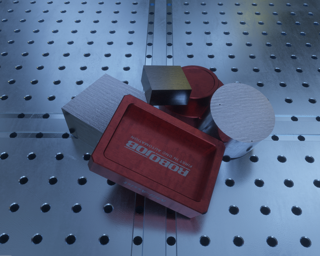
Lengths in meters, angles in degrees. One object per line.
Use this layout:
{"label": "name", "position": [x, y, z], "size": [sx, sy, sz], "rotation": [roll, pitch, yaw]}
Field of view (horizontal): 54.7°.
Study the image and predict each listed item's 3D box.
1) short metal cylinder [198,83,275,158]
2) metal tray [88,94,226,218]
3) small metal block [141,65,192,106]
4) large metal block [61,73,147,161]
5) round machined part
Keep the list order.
{"label": "short metal cylinder", "position": [0.093, -0.009, 0.384], "size": [0.081, 0.050, 0.080], "rotation": [5, 64, -10]}
{"label": "metal tray", "position": [0.000, 0.030, 0.341], "size": [0.131, 0.030, 0.090], "rotation": [27, 59, -6]}
{"label": "small metal block", "position": [0.007, -0.055, 0.393], "size": [0.050, 0.025, 0.050], "rotation": [-3, 46, -17]}
{"label": "large metal block", "position": [-0.065, -0.016, 0.404], "size": [0.080, 0.050, 0.080], "rotation": [29, 56, 22]}
{"label": "round machined part", "position": [0.047, -0.052, 0.440], "size": [0.099, 0.042, 0.098], "rotation": [0, 50, 0]}
